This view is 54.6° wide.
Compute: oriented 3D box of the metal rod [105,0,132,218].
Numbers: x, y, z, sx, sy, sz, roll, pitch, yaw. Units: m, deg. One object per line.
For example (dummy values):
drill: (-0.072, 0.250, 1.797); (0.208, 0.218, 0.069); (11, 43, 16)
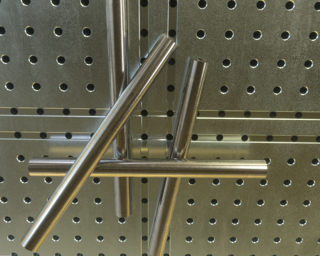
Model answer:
metal rod: (-0.052, -0.015, 0.407); (0.025, 0.025, 0.298); (1, 110, 0)

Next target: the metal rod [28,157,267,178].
metal rod: (-0.015, 0.052, 0.404); (0.302, 0.025, 0.025); (1, 110, 0)

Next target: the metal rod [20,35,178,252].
metal rod: (-0.073, 0.019, 0.377); (0.025, 0.025, 0.299); (34, 90, -12)

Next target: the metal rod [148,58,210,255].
metal rod: (0.022, 0.054, 0.433); (0.025, 0.025, 0.298); (10, 110, -4)
